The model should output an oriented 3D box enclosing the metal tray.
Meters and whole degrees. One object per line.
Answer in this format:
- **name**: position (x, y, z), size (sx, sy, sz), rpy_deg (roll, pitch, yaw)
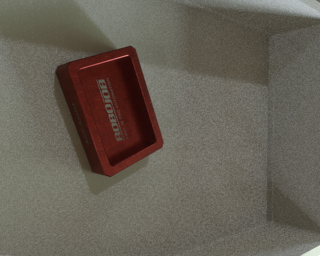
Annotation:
- **metal tray**: position (-0.053, -0.021, 0.360), size (0.091, 0.030, 0.129), rpy_deg (-27, 107, -37)
